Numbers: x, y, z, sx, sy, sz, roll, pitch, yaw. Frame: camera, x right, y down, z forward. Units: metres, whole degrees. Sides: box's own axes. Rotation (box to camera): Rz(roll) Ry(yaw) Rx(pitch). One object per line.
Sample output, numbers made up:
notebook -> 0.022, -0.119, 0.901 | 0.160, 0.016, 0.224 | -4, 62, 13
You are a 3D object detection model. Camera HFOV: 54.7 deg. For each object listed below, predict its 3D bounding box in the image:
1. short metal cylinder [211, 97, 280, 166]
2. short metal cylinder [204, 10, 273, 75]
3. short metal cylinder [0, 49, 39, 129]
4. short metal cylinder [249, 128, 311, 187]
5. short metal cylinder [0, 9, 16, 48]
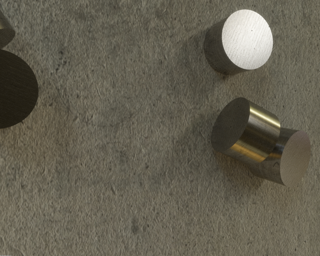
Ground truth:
short metal cylinder -> 0.114, 0.005, 0.422 | 0.050, 0.080, 0.080 | 25, 82, -18
short metal cylinder -> 0.109, -0.118, 0.435 | 0.081, 0.050, 0.080 | 0, 90, -20
short metal cylinder -> -0.173, -0.040, 0.329 | 0.081, 0.050, 0.079 | -2, 94, -22
short metal cylinder -> 0.172, 0.039, 0.446 | 0.081, 0.050, 0.079 | -9, 105, -37
short metal cylinder -> -0.196, -0.100, 0.307 | 0.080, 0.080, 0.050 | -34, 101, -17
